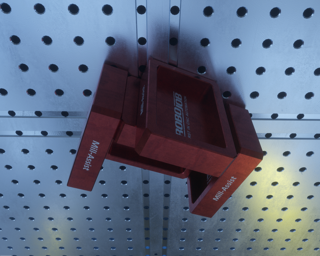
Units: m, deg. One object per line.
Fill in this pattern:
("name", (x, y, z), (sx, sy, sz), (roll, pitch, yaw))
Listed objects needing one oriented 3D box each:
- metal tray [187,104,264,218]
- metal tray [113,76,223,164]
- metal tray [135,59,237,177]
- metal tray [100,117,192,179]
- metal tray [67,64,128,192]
("metal tray", (0.077, 0.044, 0.406), (0.030, 0.090, 0.129), (17, 128, -14))
("metal tray", (0.016, -0.007, 0.363), (0.131, 0.090, 0.030), (17, 128, -14))
("metal tray", (0.024, -0.016, 0.328), (0.091, 0.130, 0.030), (17, 128, -15))
("metal tray", (-0.006, 0.017, 0.422), (0.131, 0.030, 0.089), (17, 128, -15))
("metal tray", (-0.075, 0.001, 0.369), (0.030, 0.090, 0.129), (17, 128, -14))
